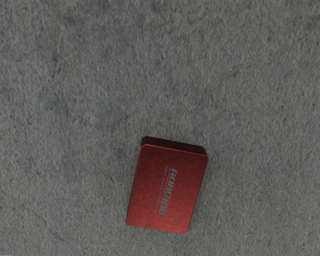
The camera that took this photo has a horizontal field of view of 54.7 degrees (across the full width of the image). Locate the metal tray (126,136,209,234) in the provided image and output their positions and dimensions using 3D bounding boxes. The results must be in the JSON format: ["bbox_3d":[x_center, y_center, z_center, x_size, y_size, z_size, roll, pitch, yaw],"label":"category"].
[{"bbox_3d":[0.007,0.082,0.438,0.091,0.030,0.129,11,110,-5],"label":"metal tray"}]
